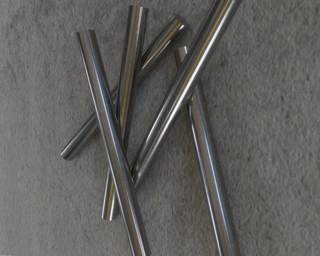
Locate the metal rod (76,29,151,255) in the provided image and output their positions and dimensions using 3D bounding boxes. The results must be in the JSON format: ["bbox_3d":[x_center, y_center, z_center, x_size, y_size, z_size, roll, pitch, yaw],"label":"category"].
[{"bbox_3d":[-0.060,0.021,0.402,0.025,0.025,0.298,-14,90,39],"label":"metal rod"}]

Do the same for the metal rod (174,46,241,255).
[{"bbox_3d":[0.058,0.050,0.355,0.025,0.025,0.298,-19,78,38],"label":"metal rod"}]

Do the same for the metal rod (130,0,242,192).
[{"bbox_3d":[0.011,-0.019,0.365,0.025,0.025,0.298,47,127,29],"label":"metal rod"}]

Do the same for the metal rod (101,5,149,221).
[{"bbox_3d":[-0.051,-0.008,0.423,0.025,0.025,0.298,24,111,37],"label":"metal rod"}]

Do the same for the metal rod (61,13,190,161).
[{"bbox_3d":[-0.066,-0.043,0.456,0.299,0.025,0.025,-44,64,31],"label":"metal rod"}]
